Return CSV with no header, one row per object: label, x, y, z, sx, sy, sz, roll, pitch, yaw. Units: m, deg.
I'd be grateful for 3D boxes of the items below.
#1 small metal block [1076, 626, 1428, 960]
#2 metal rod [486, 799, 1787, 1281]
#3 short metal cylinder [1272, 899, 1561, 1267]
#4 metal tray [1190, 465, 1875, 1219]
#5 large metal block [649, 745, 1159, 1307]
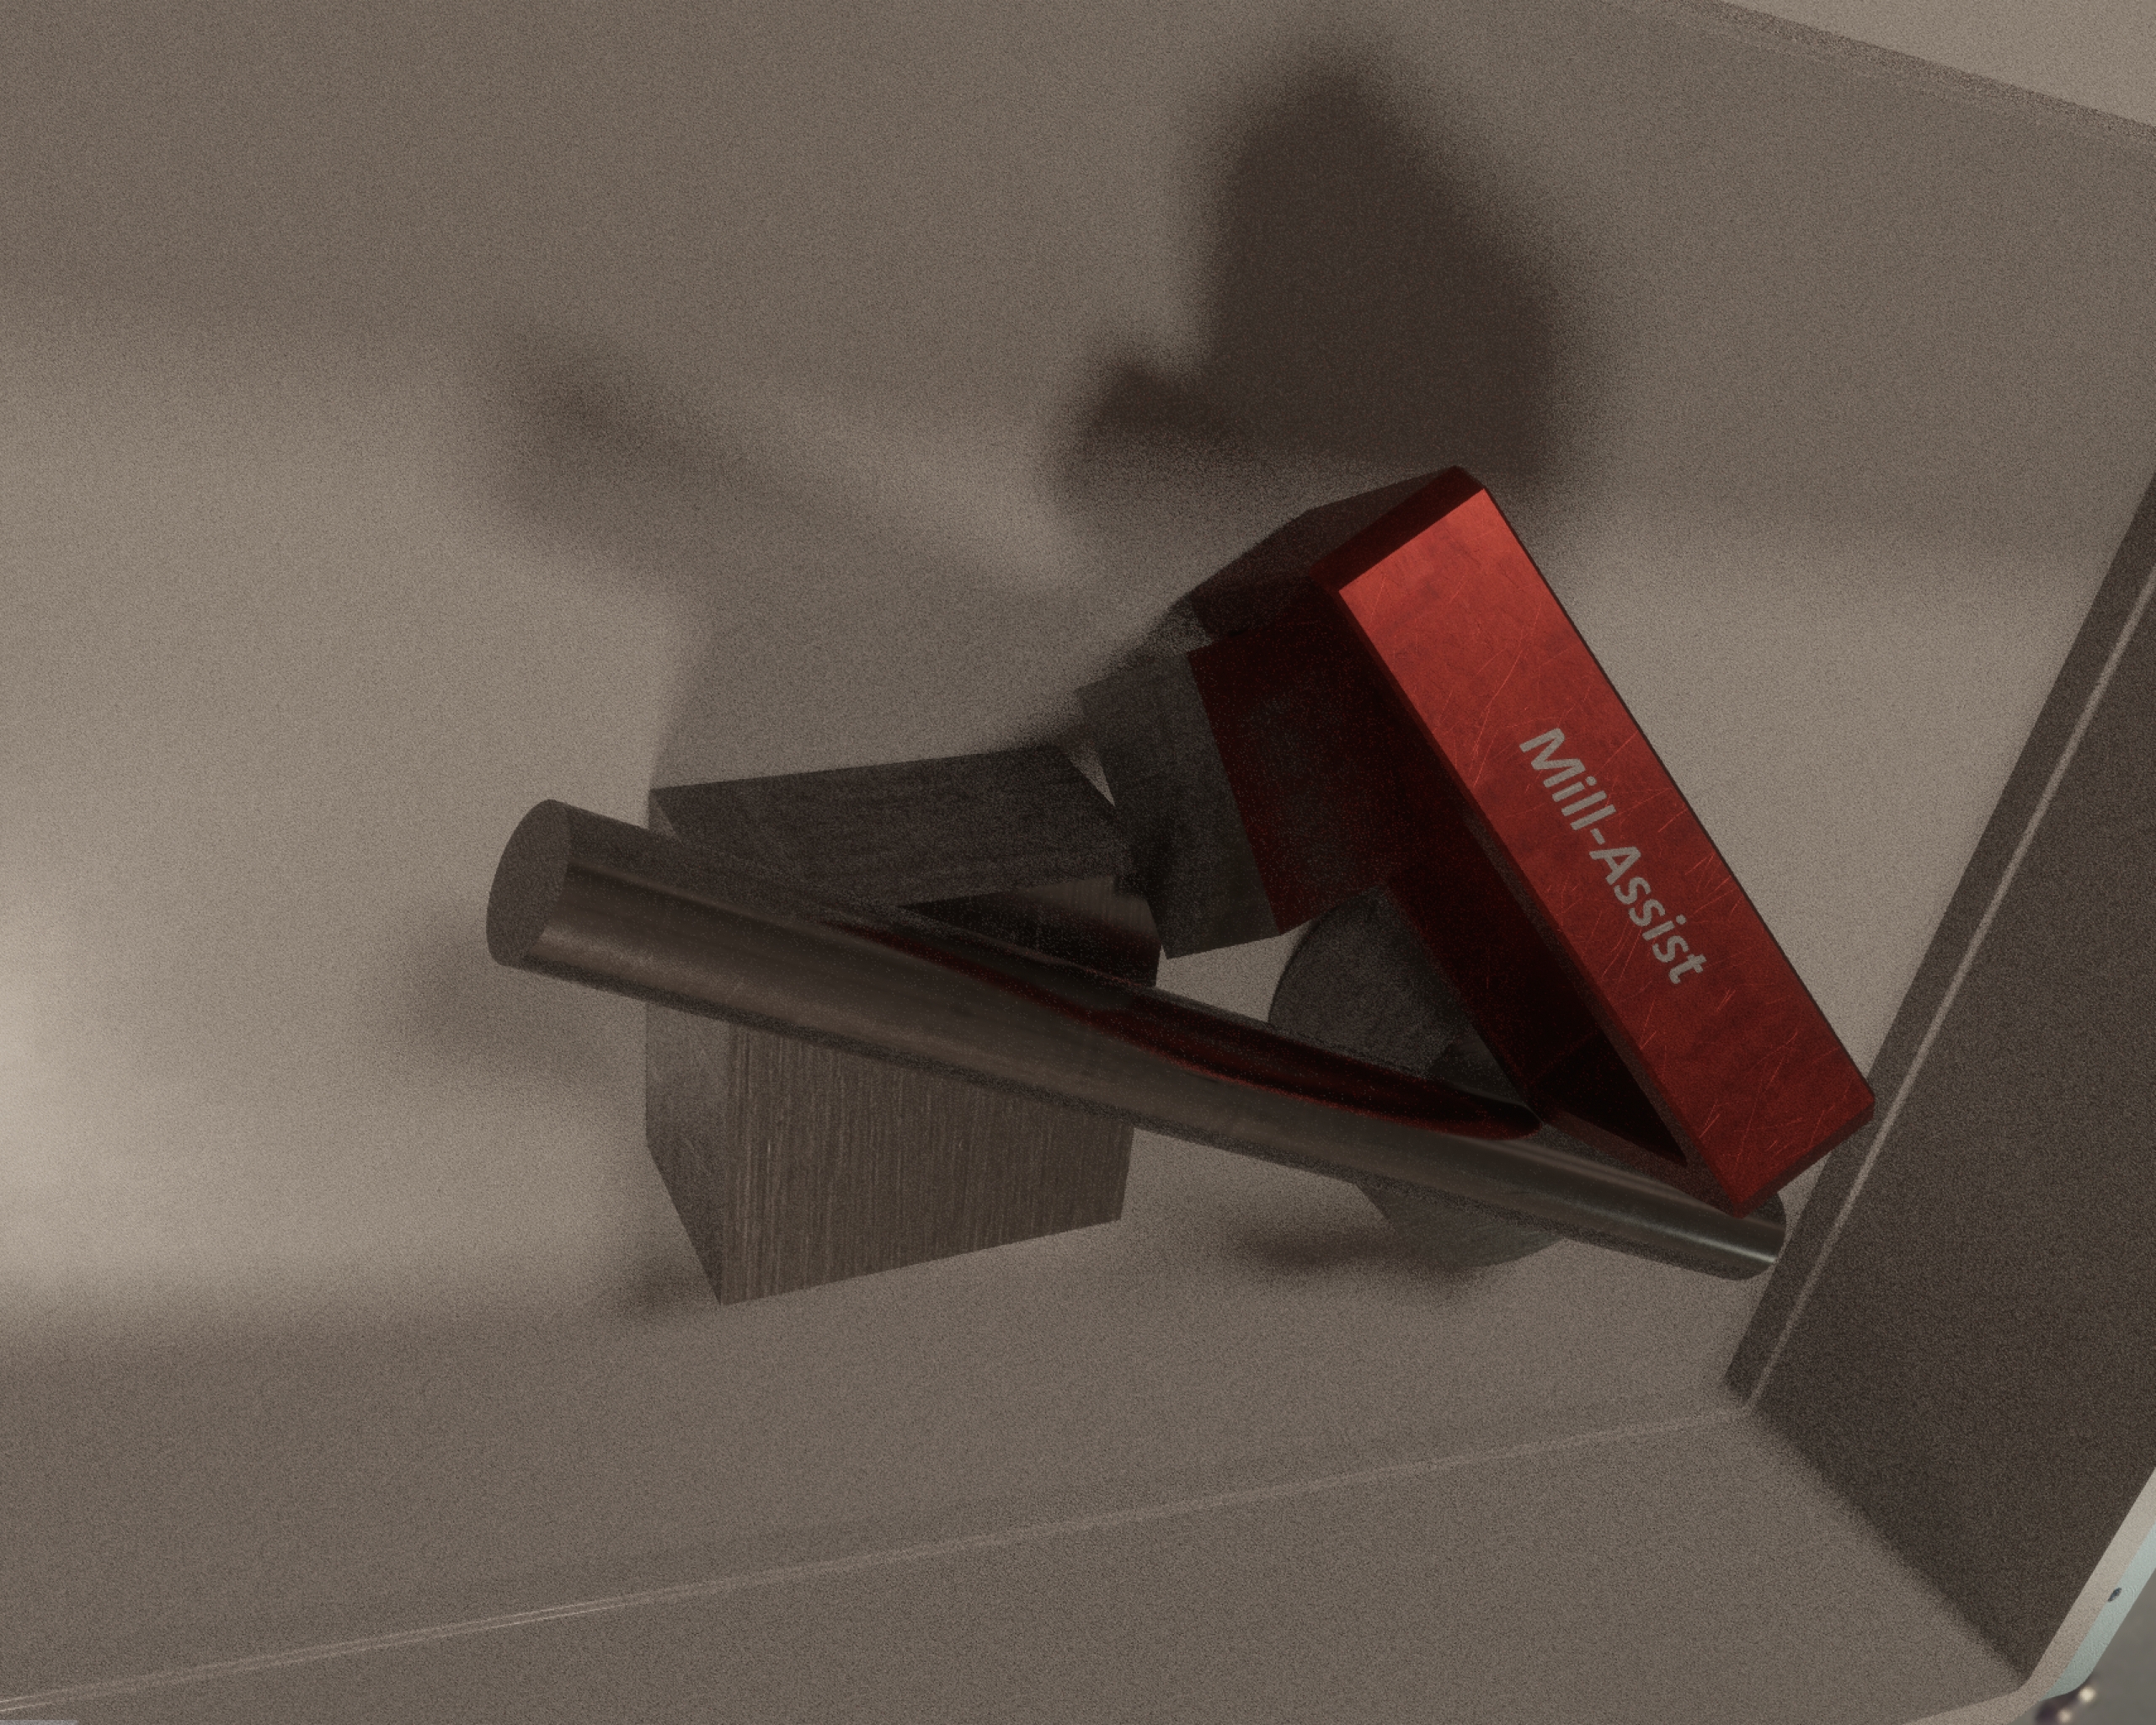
small metal block,0.032,-0.015,0.373,0.050,0.025,0.050,-23,96,-48
metal rod,0.036,0.043,0.389,0.302,0.025,0.025,19,108,-36
short metal cylinder,0.090,0.043,0.469,0.081,0.050,0.079,-14,125,-21
metal tray,0.077,-0.005,0.374,0.030,0.090,0.130,-36,100,-6
large metal block,-0.034,0.028,0.391,0.081,0.050,0.079,-8,122,-25
